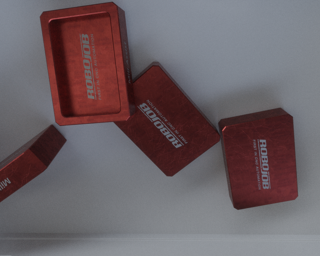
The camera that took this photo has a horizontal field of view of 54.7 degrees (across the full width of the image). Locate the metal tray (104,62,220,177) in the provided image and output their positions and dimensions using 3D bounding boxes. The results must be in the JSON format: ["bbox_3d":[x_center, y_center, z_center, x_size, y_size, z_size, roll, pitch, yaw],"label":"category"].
[{"bbox_3d":[0.004,-0.009,0.405,0.090,0.030,0.130,-39,106,13],"label":"metal tray"}]

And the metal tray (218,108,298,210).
[{"bbox_3d":[0.136,0.044,0.427,0.090,0.030,0.129,-11,110,3],"label":"metal tray"}]

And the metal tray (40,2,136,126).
[{"bbox_3d":[-0.082,-0.071,0.360,0.090,0.030,0.129,-4,98,9],"label":"metal tray"}]

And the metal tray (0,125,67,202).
[{"bbox_3d":[-0.188,0.056,0.394,0.130,0.090,0.030,-34,107,11],"label":"metal tray"}]
